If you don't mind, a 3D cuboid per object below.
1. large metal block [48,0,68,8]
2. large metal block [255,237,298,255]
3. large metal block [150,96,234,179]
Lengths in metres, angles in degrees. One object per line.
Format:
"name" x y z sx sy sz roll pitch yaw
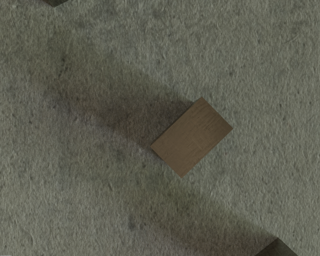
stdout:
"large metal block" -0.127 -0.217 0.396 0.080 0.050 0.080 -28 90 0
"large metal block" 0.168 0.197 0.385 0.050 0.080 0.080 -38 90 0
"large metal block" 0.035 0.010 0.383 0.080 0.080 0.050 -44 91 0
